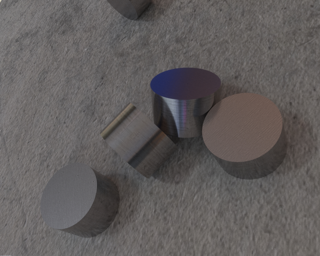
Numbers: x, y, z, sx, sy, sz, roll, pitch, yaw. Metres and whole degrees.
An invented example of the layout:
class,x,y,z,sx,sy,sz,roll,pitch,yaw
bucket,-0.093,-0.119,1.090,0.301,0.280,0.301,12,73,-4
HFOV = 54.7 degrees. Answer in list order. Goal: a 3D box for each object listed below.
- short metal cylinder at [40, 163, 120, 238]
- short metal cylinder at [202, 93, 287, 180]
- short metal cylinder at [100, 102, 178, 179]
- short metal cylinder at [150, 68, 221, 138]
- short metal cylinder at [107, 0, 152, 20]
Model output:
class,x,y,z,sx,sy,sz,roll,pitch,yaw
short metal cylinder,-0.098,0.089,0.383,0.080,0.050,0.080,-13,56,20
short metal cylinder,0.092,0.009,0.334,0.080,0.050,0.080,-13,56,20
short metal cylinder,-0.025,0.015,0.371,0.050,0.080,0.080,-47,52,-3
short metal cylinder,0.031,-0.032,0.369,0.080,0.050,0.080,-3,35,2
short metal cylinder,-0.055,-0.237,0.541,0.080,0.080,0.050,31,79,37
